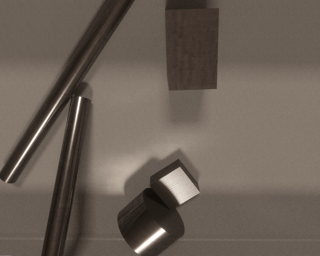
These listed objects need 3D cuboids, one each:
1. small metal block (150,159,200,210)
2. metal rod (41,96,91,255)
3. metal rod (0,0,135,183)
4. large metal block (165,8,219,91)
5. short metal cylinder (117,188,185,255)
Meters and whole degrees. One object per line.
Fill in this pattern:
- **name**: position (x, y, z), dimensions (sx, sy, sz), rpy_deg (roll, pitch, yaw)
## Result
- **small metal block**: position (0.021, 0.080, 0.441), dimensions (0.050, 0.025, 0.050), rpy_deg (-34, 107, 11)
- **metal rod**: position (-0.122, 0.109, 0.376), dimensions (0.025, 0.025, 0.299), rpy_deg (9, 81, -4)
- **metal rod**: position (-0.124, -0.045, 0.393), dimensions (0.025, 0.025, 0.299), rpy_deg (34, 106, -12)
- **large metal block**: position (0.033, -0.091, 0.349), dimensions (0.050, 0.080, 0.079), rpy_deg (-2, 110, 0)
- **short metal cylinder**: position (-0.012, 0.131, 0.430), dimensions (0.080, 0.080, 0.050), rpy_deg (43, 104, -14)
